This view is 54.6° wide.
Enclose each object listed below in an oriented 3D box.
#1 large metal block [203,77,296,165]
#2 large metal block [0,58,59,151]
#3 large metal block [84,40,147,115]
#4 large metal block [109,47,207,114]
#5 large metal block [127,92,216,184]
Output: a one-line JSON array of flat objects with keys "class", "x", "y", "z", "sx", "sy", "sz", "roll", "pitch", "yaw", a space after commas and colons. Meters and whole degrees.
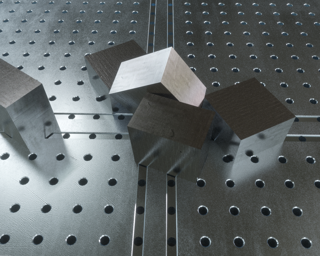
[{"class": "large metal block", "x": 0.109, "y": -0.011, "z": 0.402, "sx": 0.081, "sy": 0.050, "sz": 0.080, "roll": -21, "pitch": 53, "yaw": -17}, {"class": "large metal block", "x": -0.185, "y": -0.030, "z": 0.396, "sx": 0.080, "sy": 0.080, "sz": 0.050, "roll": 29, "pitch": 56, "yaw": 22}, {"class": "large metal block", "x": -0.054, "y": -0.077, "z": 0.456, "sx": 0.080, "sy": 0.050, "sz": 0.080, "roll": -25, "pitch": 55, "yaw": -20}, {"class": "large metal block", "x": -0.001, "y": -0.046, "z": 0.386, "sx": 0.080, "sy": 0.080, "sz": 0.050, "roll": -7, "pitch": 56, "yaw": 38}, {"class": "large metal block", "x": 0.014, "y": 0.013, "z": 0.358, "sx": 0.080, "sy": 0.080, "sz": 0.050, "roll": 17, "pitch": 58, "yaw": 14}]
